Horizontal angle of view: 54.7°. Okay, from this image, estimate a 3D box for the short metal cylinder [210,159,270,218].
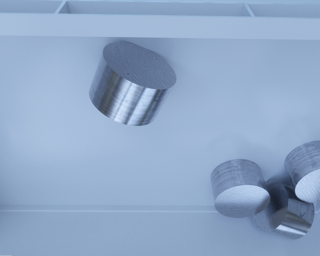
[{"bbox_3d":[0.120,0.093,0.473,0.081,0.050,0.079,0,130,0],"label":"short metal cylinder"}]

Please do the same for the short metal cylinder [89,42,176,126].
[{"bbox_3d":[-0.030,-0.048,0.332,0.080,0.080,0.050,19,128,-15],"label":"short metal cylinder"}]

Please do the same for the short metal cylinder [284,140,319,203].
[{"bbox_3d":[0.229,0.064,0.449,0.081,0.050,0.079,0,130,0],"label":"short metal cylinder"}]

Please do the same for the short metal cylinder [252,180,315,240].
[{"bbox_3d":[0.189,0.127,0.483,0.050,0.080,0.080,21,127,-17],"label":"short metal cylinder"}]
